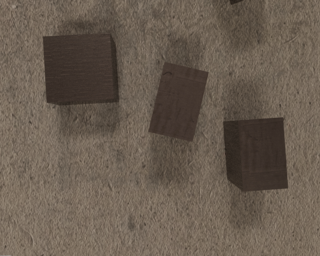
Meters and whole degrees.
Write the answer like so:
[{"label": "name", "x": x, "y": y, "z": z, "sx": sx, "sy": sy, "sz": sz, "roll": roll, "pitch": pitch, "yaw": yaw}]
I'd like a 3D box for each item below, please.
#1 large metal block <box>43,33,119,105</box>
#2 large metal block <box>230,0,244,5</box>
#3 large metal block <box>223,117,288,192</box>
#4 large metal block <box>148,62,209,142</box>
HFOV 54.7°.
[{"label": "large metal block", "x": -0.098, "y": -0.072, "z": 0.396, "sx": 0.081, "sy": 0.050, "sz": 0.079, "roll": -3, "pitch": 90, "yaw": -1}, {"label": "large metal block", "x": 0.106, "y": -0.214, "z": 0.384, "sx": 0.050, "sy": 0.080, "sz": 0.080, "roll": -22, "pitch": 90, "yaw": 0}, {"label": "large metal block", "x": 0.115, "y": 0.029, "z": 0.384, "sx": 0.050, "sy": 0.080, "sz": 0.079, "roll": -4, "pitch": 90, "yaw": 0}, {"label": "large metal block", "x": 0.020, "y": -0.029, "z": 0.383, "sx": 0.050, "sy": 0.080, "sz": 0.080, "roll": 13, "pitch": 90, "yaw": 0}]
